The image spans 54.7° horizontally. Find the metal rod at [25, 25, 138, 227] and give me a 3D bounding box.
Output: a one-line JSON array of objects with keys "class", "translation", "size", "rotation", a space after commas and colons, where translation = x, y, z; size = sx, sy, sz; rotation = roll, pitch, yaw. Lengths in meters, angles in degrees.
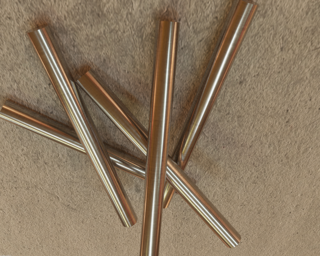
[{"class": "metal rod", "translation": [-0.086, 0.019, 0.395], "size": [0.025, 0.025, 0.298], "rotation": [-12, 121, 10]}]

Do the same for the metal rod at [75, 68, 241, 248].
[{"class": "metal rod", "translation": [0.007, 0.048, 0.395], "size": [0.025, 0.025, 0.300], "rotation": [-34, 107, 25]}]

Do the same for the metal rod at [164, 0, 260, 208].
[{"class": "metal rod", "translation": [0.044, -0.007, 0.383], "size": [0.025, 0.025, 0.298], "rotation": [12, 124, -11]}]

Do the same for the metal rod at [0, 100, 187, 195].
[{"class": "metal rod", "translation": [-0.071, 0.040, 0.440], "size": [0.301, 0.025, 0.025], "rotation": [27, 125, -22]}]

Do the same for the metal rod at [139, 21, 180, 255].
[{"class": "metal rod", "translation": [-0.003, 0.033, 0.362], "size": [0.025, 0.025, 0.298], "rotation": [4, 108, -3]}]
